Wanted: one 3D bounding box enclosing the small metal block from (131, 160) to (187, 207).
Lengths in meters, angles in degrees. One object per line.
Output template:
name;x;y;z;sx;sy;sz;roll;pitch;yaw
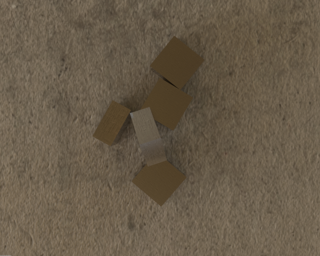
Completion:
small metal block;-0.001;0.066;0.410;0.050;0.025;0.050;41;90;-1

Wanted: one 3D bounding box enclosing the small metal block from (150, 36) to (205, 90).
small metal block;0.022;-0.084;0.410;0.050;0.025;0.050;39;90;-1

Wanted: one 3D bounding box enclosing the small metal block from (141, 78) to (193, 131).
small metal block;0.008;-0.031;0.410;0.050;0.025;0.050;31;90;-1

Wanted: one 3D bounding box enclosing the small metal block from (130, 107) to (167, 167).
small metal block;-0.014;0.011;0.383;0.025;0.050;0.050;-18;52;-3

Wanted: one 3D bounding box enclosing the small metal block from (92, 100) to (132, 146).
small metal block;-0.058;-0.006;0.397;0.025;0.050;0.050;29;90;1
